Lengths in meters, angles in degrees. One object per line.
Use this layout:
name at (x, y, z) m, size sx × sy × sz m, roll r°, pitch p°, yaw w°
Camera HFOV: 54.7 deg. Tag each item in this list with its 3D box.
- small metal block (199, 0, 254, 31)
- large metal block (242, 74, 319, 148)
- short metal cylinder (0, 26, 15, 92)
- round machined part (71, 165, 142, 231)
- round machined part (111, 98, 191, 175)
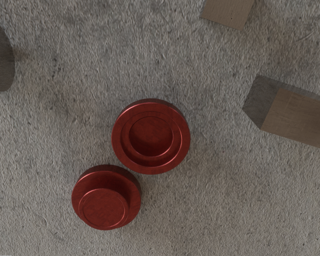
small metal block at (0.078, -0.145, 0.357) m, size 0.050 × 0.025 × 0.050 m, roll 16°, pitch 109°, yaw -7°
large metal block at (0.156, -0.023, 0.374) m, size 0.080 × 0.080 × 0.050 m, roll 17°, pitch 109°, yaw -7°
short metal cylinder at (-0.208, -0.079, 0.348) m, size 0.050 × 0.080 × 0.079 m, roll -5°, pitch 110°, yaw 1°
round machined part at (-0.076, 0.105, 0.438) m, size 0.099 × 0.042 × 0.097 m, roll 0°, pitch 110°, yaw -1°
round machined part at (-0.011, 0.008, 0.404) m, size 0.099 × 0.042 × 0.097 m, roll 0°, pitch 110°, yaw -1°
